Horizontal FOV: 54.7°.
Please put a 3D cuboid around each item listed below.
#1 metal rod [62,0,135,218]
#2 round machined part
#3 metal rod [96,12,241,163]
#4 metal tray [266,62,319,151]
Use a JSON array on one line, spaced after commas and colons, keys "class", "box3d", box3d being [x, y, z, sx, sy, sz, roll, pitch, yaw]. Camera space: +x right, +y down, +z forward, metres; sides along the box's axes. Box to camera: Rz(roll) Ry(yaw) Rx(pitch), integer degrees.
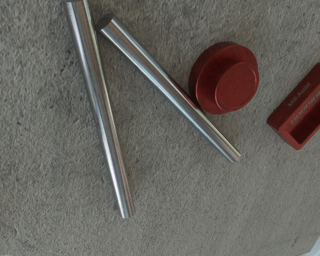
[{"class": "metal rod", "box3d": [-0.064, 0.002, 0.373, 0.025, 0.025, 0.298, -19, 126, -17]}, {"class": "round machined part", "box3d": [0.091, -0.061, 0.410, 0.099, 0.042, 0.097, -14, 125, -21]}, {"class": "metal rod", "box3d": [0.032, -0.031, 0.406, 0.025, 0.025, 0.300, -46, 130, 4]}, {"class": "metal tray", "box3d": [0.251, -0.034, 0.523, 0.130, 0.030, 0.090, -50, 129, 7]}]
